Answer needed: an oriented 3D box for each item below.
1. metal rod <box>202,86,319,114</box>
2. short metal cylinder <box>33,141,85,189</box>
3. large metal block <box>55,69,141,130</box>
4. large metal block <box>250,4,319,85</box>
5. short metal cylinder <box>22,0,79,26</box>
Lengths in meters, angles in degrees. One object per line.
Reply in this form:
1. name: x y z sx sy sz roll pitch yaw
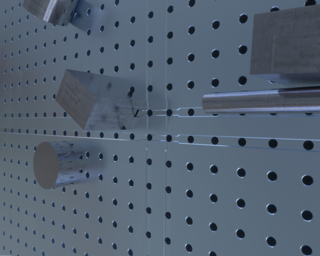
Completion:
1. metal rod: 0.171 -0.026 0.267 0.300 0.025 0.025 1 91 40
2. short metal cylinder: -0.176 0.063 0.539 0.080 0.050 0.080 0 90 40
3. large metal block: -0.089 -0.040 0.447 0.080 0.081 0.050 40 115 32
4. large metal block: 0.133 -0.066 0.263 0.080 0.081 0.050 6 94 40
5. short metal cylinder: -0.185 -0.217 0.527 0.080 0.081 0.050 47 118 29
